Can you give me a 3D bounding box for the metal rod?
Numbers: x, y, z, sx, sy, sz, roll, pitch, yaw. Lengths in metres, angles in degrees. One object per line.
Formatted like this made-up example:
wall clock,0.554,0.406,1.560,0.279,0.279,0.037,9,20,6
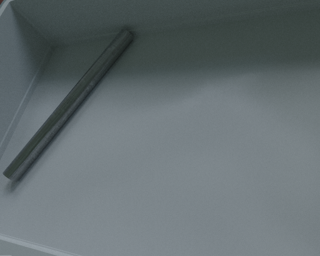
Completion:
metal rod,-0.144,-0.043,0.504,0.025,0.025,0.300,29,77,37
